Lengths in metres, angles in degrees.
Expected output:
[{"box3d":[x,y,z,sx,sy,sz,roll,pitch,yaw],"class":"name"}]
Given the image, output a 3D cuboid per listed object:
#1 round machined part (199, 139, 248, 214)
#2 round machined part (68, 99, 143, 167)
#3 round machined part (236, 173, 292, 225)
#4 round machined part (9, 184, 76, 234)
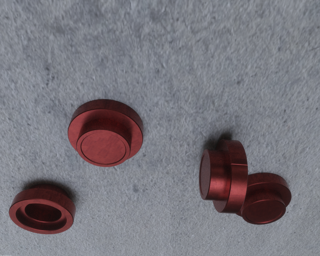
[{"box3d":[0.080,0.063,0.414,0.042,0.098,0.097,5,130,-4],"class":"round machined part"},{"box3d":[-0.071,0.014,0.407,0.099,0.042,0.097,-1,130,0],"class":"round machined part"},{"box3d":[0.163,0.120,0.501,0.099,0.042,0.097,-1,130,0],"class":"round machined part"},{"box3d":[-0.186,0.128,0.502,0.099,0.042,0.097,-1,130,0],"class":"round machined part"}]
